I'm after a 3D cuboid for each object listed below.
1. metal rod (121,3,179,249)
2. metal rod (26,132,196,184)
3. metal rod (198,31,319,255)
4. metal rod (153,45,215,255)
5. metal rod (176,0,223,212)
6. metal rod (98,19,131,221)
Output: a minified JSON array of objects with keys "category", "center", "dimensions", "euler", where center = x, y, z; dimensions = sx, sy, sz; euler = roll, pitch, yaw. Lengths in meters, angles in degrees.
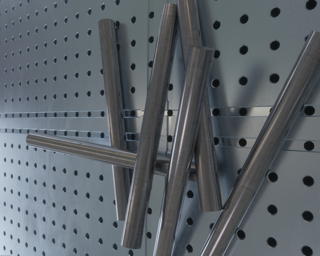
[{"category":"metal rod","center":[-0.009,-0.007,0.383],"dimensions":[0.025,0.025,0.299],"euler":[5,82,40]},{"category":"metal rod","center":[-0.080,0.037,0.441],"dimensions":[0.300,0.025,0.025],"euler":[8,95,29]},{"category":"metal rod","center":[0.099,0.048,0.328],"dimensions":[0.025,0.025,0.298],"euler":[34,111,35]},{"category":"metal rod","center":[0.020,0.058,0.357],"dimensions":[0.025,0.025,0.298],"euler":[26,118,37]},{"category":"metal rod","center":[0.042,-0.056,0.364],"dimensions":[0.025,0.025,0.299],"euler":[-13,79,39]},{"category":"metal rod","center":[-0.066,-0.016,0.465],"dimensions":[0.025,0.025,0.299],"euler":[-11,83,39]}]
